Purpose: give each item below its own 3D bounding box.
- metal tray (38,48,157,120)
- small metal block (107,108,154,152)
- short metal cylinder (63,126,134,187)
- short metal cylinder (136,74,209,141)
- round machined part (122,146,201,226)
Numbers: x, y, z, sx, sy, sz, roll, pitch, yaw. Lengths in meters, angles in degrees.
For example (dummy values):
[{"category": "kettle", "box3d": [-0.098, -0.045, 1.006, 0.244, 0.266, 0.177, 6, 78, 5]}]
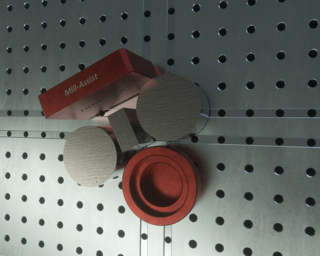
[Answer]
[{"category": "metal tray", "box3d": [-0.076, -0.050, 0.400, 0.130, 0.090, 0.030, -25, 82, 19]}, {"category": "small metal block", "box3d": [-0.038, 0.002, 0.408, 0.025, 0.050, 0.050, -27, 81, 18]}, {"category": "short metal cylinder", "box3d": [-0.083, 0.037, 0.424, 0.080, 0.050, 0.079, 0, 90, 20]}, {"category": "short metal cylinder", "box3d": [0.017, -0.024, 0.389, 0.080, 0.050, 0.079, 0, 90, 20]}, {"category": "round machined part", "box3d": [0.005, 0.071, 0.397, 0.098, 0.042, 0.097, 0, 90, 19]}]
